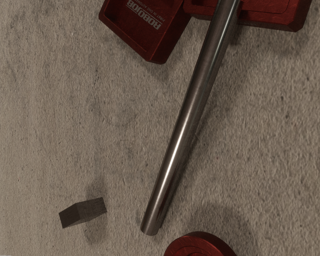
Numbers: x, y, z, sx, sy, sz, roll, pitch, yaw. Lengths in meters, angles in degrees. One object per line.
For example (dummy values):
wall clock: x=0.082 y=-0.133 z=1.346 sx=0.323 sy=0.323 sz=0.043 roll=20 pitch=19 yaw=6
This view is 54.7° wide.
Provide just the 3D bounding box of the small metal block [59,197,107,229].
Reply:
small metal block: x=-0.121 y=0.133 z=0.486 sx=0.050 sy=0.050 sz=0.025 roll=-34 pitch=70 yaw=35

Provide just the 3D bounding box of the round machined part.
round machined part: x=0.053 y=0.166 z=0.349 sx=0.098 sy=0.042 sz=0.097 roll=0 pitch=90 yaw=39

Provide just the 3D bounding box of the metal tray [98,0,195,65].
metal tray: x=-0.023 y=-0.157 z=0.418 sx=0.130 sy=0.030 sz=0.089 roll=46 pitch=117 yaw=30

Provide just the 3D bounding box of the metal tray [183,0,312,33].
metal tray: x=0.093 y=-0.156 z=0.323 sx=0.130 sy=0.030 sz=0.089 roll=24 pitch=105 yaw=37

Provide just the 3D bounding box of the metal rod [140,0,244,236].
metal rod: x=0.028 y=0.004 z=0.359 sx=0.025 sy=0.025 sz=0.298 roll=34 pitch=117 yaw=34
